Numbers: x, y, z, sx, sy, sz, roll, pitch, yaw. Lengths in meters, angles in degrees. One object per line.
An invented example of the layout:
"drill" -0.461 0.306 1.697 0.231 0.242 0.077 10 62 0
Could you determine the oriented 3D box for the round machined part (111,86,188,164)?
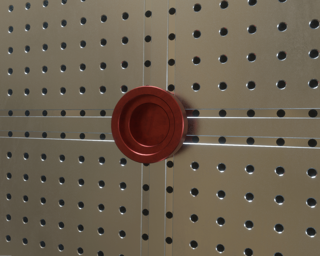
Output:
"round machined part" -0.011 -0.004 0.407 0.098 0.042 0.097 0 90 20
